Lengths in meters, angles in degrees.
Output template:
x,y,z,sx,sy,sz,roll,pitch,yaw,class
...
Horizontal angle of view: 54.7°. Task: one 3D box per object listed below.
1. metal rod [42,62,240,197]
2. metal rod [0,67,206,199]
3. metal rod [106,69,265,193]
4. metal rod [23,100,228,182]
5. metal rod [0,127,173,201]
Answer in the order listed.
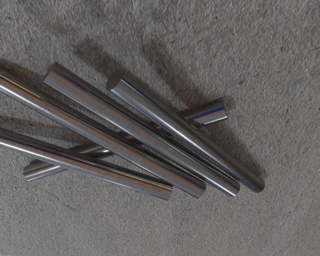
x,y,z,sx,sy,sz,roll,pitch,yaw,class
-0.002,0.016,0.386,0.301,0.025,0.025,34,122,-28,metal rod
-0.070,0.011,0.389,0.301,0.025,0.025,31,124,-14,metal rod
0.054,0.021,0.395,0.025,0.025,0.301,-34,131,25,metal rod
-0.057,0.023,0.425,0.301,0.025,0.025,-18,128,14,metal rod
-0.128,0.039,0.411,0.302,0.025,0.025,19,128,-5,metal rod
